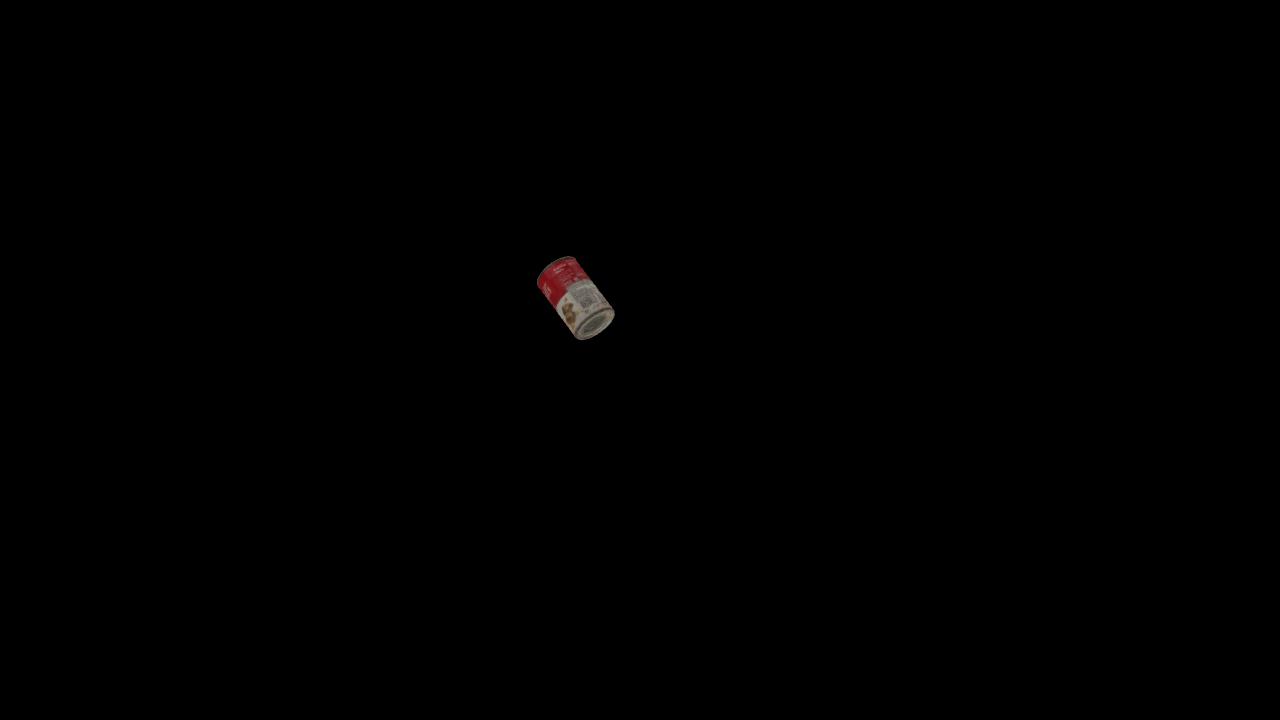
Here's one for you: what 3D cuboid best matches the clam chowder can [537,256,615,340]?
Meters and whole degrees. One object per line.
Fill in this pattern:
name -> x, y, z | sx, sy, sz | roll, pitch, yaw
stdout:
clam chowder can -> -0.090, -0.087, 0.868 | 0.068, 0.102, 0.068 | -34, -17, -12
